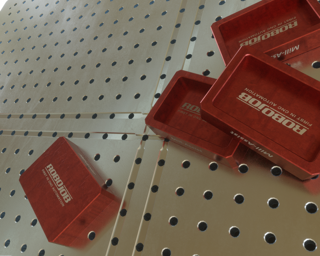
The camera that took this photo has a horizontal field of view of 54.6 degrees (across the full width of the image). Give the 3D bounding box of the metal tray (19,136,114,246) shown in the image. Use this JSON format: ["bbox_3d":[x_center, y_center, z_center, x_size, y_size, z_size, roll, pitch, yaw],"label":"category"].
[{"bbox_3d":[-0.132,0.082,0.426,0.090,0.030,0.130,-46,51,-4],"label":"metal tray"}]

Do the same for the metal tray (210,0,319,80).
[{"bbox_3d":[0.141,-0.127,0.408,0.130,0.030,0.090,-21,54,15],"label":"metal tray"}]

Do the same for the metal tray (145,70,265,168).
[{"bbox_3d":[0.055,-0.017,0.386,0.130,0.030,0.090,23,74,36],"label":"metal tray"}]

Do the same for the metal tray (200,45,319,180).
[{"bbox_3d":[0.119,-0.019,0.323,0.130,0.030,0.090,33,78,16],"label":"metal tray"}]
